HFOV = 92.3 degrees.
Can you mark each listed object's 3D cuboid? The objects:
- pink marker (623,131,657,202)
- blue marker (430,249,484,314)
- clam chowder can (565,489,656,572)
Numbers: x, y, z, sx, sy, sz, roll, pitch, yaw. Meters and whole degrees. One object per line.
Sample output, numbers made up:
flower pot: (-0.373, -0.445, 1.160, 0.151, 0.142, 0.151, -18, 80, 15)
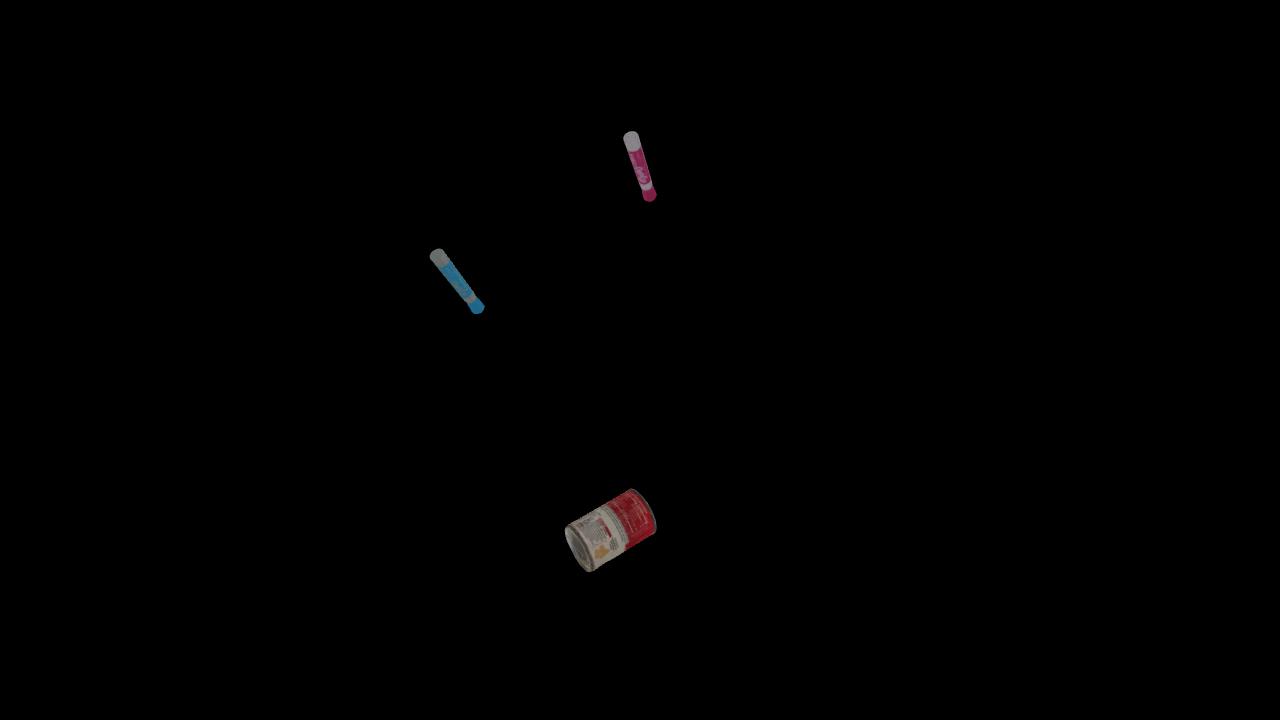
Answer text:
pink marker: (0.002, -0.241, 0.781, 0.020, 0.020, 0.121, 0, -22, 13)
blue marker: (-0.234, -0.098, 0.797, 0.020, 0.020, 0.121, 0, -30, 15)
clam chowder can: (-0.038, 0.221, 0.802, 0.102, 0.068, 0.068, -24, 12, -27)
